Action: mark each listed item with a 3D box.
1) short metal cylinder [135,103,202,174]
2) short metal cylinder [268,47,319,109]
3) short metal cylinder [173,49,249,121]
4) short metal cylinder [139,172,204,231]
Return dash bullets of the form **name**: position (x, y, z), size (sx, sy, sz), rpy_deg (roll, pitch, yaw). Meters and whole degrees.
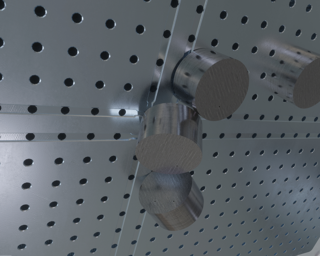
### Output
- **short metal cylinder**: position (0.013, 0.015, 0.388), size (0.080, 0.050, 0.080), rpy_deg (4, 138, 4)
- **short metal cylinder**: position (0.212, -0.076, 0.464), size (0.081, 0.050, 0.079), rpy_deg (-14, 124, -21)
- **short metal cylinder**: position (0.065, -0.055, 0.393), size (0.081, 0.050, 0.079), rpy_deg (-14, 122, -24)
- **short metal cylinder**: position (0.017, 0.099, 0.446), size (0.080, 0.080, 0.050), rpy_deg (-35, 129, -5)
